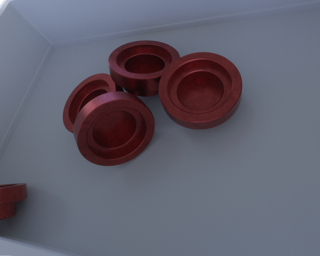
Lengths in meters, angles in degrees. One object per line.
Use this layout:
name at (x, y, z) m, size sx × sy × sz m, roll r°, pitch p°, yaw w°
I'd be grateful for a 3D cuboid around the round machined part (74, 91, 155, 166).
round machined part at (-0.060, -0.003, 0.392) m, size 0.098 × 0.098 × 0.042 m, roll -40°, pitch 42°, yaw 1°

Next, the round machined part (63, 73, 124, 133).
round machined part at (-0.091, -0.028, 0.453) m, size 0.098 × 0.042 × 0.098 m, roll -16°, pitch 56°, yaw 26°

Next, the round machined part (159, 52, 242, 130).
round machined part at (0.051, -0.042, 0.384) m, size 0.098 × 0.042 × 0.098 m, roll -5°, pitch 64°, yaw 10°

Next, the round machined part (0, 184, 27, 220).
round machined part at (-0.235, 0.103, 0.423) m, size 0.098 × 0.098 × 0.042 m, roll -8°, pitch 85°, yaw 24°

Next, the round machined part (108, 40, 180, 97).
round machined part at (-0.021, -0.081, 0.438) m, size 0.099 × 0.042 × 0.098 m, roll 0°, pitch 44°, yaw 1°
